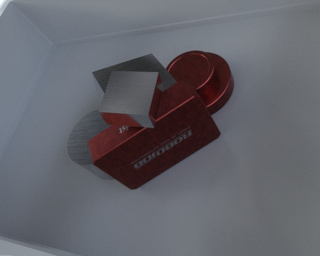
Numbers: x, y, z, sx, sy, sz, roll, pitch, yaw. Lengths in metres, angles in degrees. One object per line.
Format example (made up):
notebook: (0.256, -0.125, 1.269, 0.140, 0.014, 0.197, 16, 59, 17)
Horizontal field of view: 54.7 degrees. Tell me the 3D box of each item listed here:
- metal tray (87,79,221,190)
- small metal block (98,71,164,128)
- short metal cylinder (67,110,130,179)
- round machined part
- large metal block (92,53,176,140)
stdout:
metal tray: (-0.003, 0.013, 0.354, 0.130, 0.090, 0.030, -33, 51, 6)
small metal block: (-0.028, -0.029, 0.313, 0.050, 0.025, 0.050, 4, 62, 15)
short metal cylinder: (-0.074, 0.022, 0.411, 0.080, 0.050, 0.080, -13, 56, 20)
round machined part: (0.044, -0.063, 0.407, 0.098, 0.042, 0.098, -13, 56, 20)
large metal block: (-0.027, -0.039, 0.379, 0.081, 0.050, 0.080, -22, 49, -16)
